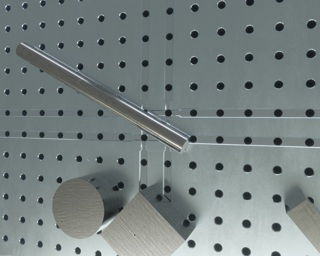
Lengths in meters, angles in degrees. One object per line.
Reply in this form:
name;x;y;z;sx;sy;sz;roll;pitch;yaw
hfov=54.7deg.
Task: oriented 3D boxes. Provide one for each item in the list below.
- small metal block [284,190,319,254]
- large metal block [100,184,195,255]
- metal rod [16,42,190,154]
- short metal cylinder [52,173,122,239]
small metal block;0.166;0.101;0.341;0.025;0.050;0.050;-41;77;15
large metal block;-0.015;0.134;0.404;0.080;0.050;0.080;44;103;14
metal rod;-0.091;-0.050;0.443;0.301;0.025;0.025;30;100;17
short metal cylinder;-0.101;0.107;0.434;0.080;0.050;0.079;0;90;19
